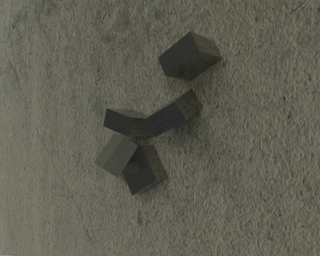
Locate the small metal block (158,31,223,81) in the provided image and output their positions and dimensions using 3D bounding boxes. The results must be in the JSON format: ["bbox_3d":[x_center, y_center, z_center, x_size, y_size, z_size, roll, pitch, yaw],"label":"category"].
[{"bbox_3d":[0.035,-0.081,0.360,0.050,0.050,0.025,-32,70,35],"label":"small metal block"}]

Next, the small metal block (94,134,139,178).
[{"bbox_3d":[-0.062,0.037,0.430,0.050,0.025,0.050,-57,21,-11],"label":"small metal block"}]

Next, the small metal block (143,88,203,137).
[{"bbox_3d":[0.016,-0.018,0.371,0.050,0.050,0.025,-29,97,36],"label":"small metal block"}]

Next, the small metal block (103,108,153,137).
[{"bbox_3d":[-0.040,-0.008,0.422,0.050,0.050,0.025,20,103,38],"label":"small metal block"}]

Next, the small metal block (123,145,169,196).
[{"bbox_3d":[-0.023,0.058,0.424,0.050,0.025,0.050,-39,67,33],"label":"small metal block"}]
